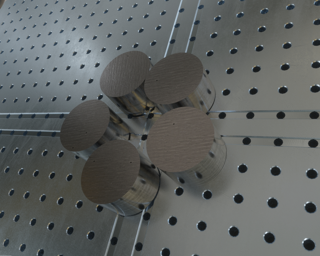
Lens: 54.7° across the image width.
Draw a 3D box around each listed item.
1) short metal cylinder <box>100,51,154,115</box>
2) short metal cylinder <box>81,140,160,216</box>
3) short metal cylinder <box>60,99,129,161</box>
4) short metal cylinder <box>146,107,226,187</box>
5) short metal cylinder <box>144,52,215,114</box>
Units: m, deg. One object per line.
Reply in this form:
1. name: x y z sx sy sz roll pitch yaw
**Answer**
1. short metal cylinder: -0.040 -0.065 0.452 0.080 0.050 0.080 -13 56 21
2. short metal cylinder: -0.048 0.061 0.378 0.080 0.050 0.080 -14 55 21
3. short metal cylinder: -0.091 0.007 0.436 0.080 0.050 0.080 -13 57 21
4. short metal cylinder: 0.031 0.022 0.361 0.080 0.050 0.080 -13 58 21
5. short metal cylinder: 0.026 -0.052 0.409 0.080 0.050 0.080 -13 56 21
